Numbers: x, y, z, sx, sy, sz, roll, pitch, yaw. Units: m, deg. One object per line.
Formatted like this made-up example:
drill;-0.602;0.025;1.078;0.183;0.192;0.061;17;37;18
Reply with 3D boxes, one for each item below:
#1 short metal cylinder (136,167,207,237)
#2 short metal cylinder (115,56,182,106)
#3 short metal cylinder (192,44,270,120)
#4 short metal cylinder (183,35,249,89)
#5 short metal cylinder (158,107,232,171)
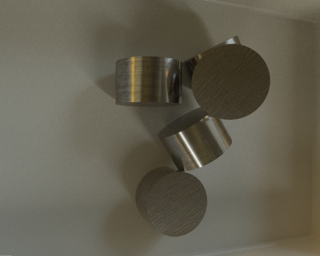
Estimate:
short metal cylinder;0.014;0.093;0.404;0.081;0.050;0.079;0;90;-20
short metal cylinder;-0.013;-0.053;0.377;0.081;0.080;0.050;0;90;-20
short metal cylinder;0.078;-0.054;0.348;0.080;0.050;0.079;3;106;10
short metal cylinder;0.074;-0.081;0.410;0.080;0.080;0.050;-30;100;-18
short metal cylinder;0.045;0.012;0.399;0.080;0.080;0.050;-34;102;-17
